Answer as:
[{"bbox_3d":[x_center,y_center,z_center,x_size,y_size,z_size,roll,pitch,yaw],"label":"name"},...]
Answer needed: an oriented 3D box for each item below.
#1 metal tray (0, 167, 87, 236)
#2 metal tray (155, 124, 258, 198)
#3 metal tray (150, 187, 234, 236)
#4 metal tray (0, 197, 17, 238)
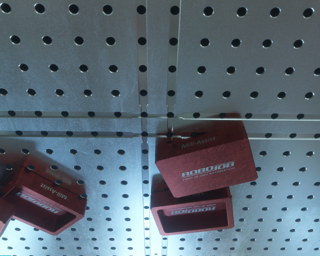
[{"bbox_3d":[-0.200,0.125,0.512,0.090,0.030,0.130,-37,121,27],"label":"metal tray"},{"bbox_3d":[0.068,0.052,0.453,0.130,0.030,0.090,-16,129,12],"label":"metal tray"},{"bbox_3d":[0.056,0.141,0.528,0.131,0.030,0.090,-9,130,7],"label":"metal tray"},{"bbox_3d":[-0.292,0.140,0.499,0.090,0.030,0.129,34,132,-10],"label":"metal tray"}]
